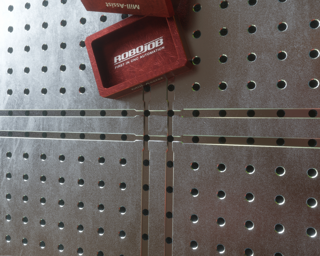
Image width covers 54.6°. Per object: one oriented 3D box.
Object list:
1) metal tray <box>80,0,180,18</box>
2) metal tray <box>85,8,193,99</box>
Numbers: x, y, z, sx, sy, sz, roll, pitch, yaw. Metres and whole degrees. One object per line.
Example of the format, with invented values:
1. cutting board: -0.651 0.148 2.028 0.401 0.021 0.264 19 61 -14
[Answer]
1. metal tray: -0.033 -0.193 0.403 0.130 0.030 0.090 12 69 19
2. metal tray: -0.031 -0.102 0.421 0.130 0.030 0.090 -19 84 19
